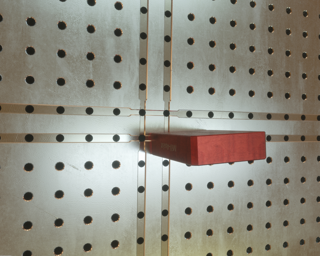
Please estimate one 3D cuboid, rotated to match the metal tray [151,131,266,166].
[{"bbox_3d":[0.052,0.020,0.377,0.091,0.130,0.030,-3,91,-20],"label":"metal tray"}]
